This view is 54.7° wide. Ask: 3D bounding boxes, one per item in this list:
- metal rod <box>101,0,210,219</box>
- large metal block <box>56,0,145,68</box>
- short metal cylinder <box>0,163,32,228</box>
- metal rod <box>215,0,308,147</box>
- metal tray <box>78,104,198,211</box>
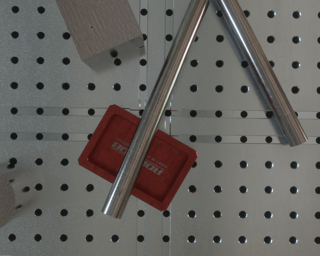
[{"bbox_3d":[-0.001,-0.035,0.388,0.025,0.025,0.299,22,80,-1],"label":"metal rod"},{"bbox_3d":[-0.074,-0.134,0.400,0.080,0.050,0.080,-23,90,-1],"label":"large metal block"},{"bbox_3d":[-0.215,0.088,0.398,0.081,0.050,0.079,0,90,-1],"label":"short metal cylinder"},{"bbox_3d":[0.118,-0.113,0.414,0.025,0.025,0.299,-27,90,0],"label":"metal rod"},{"bbox_3d":[-0.028,0.038,0.410,0.130,0.030,0.090,30,90,-1],"label":"metal tray"}]
